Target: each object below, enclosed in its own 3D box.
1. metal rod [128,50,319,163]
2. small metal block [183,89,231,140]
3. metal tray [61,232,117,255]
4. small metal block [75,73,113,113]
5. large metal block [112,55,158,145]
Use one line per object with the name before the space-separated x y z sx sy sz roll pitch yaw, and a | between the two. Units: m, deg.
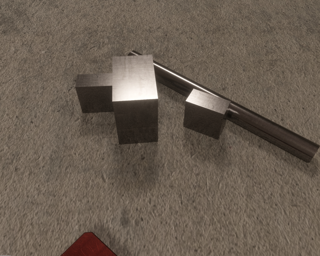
metal rod | 0.072 -0.040 0.437 0.300 0.025 0.025 32 57 23
small metal block | 0.060 -0.017 0.402 0.050 0.050 0.025 21 53 16
metal tray | -0.049 0.165 0.261 0.130 0.030 0.090 33 57 24
small metal block | -0.085 -0.047 0.426 0.050 0.050 0.025 -3 50 -3
large metal block | -0.031 -0.036 0.397 0.050 0.080 0.080 -4 50 -4
